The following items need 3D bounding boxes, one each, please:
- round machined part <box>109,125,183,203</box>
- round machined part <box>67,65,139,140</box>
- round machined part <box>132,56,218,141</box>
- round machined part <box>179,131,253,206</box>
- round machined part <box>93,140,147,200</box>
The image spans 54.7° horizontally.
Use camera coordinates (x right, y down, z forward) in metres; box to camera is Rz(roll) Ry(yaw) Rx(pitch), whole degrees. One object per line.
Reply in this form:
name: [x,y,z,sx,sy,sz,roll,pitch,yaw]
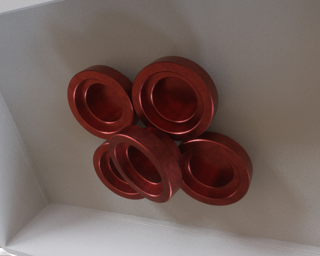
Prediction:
round machined part: [-0.012,0.037,0.368,0.098,0.042,0.097,30,141,28]
round machined part: [-0.068,-0.036,0.407,0.098,0.042,0.097,13,124,20]
round machined part: [0.020,-0.037,0.361,0.098,0.042,0.097,13,124,20]
round machined part: [0.066,0.046,0.388,0.098,0.042,0.097,13,124,20]
round machined part: [-0.044,0.053,0.450,0.098,0.042,0.097,13,124,20]
